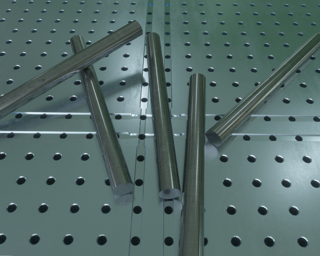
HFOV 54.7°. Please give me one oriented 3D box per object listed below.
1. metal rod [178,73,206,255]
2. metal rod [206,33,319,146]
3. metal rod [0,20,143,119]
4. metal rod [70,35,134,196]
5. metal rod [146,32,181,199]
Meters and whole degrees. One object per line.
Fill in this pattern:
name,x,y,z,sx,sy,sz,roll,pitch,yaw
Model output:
metal rod,0.042,0.041,0.373,0.025,0.025,0.300,5,50,3
metal rod,0.172,-0.070,0.468,0.025,0.025,0.302,36,58,26
metal rod,-0.150,-0.074,0.441,0.301,0.025,0.025,-36,59,-18
metal rod,-0.091,-0.039,0.439,0.025,0.025,0.299,-15,52,-13
metal rod,-0.001,-0.041,0.441,0.025,0.025,0.300,-3,50,-3
